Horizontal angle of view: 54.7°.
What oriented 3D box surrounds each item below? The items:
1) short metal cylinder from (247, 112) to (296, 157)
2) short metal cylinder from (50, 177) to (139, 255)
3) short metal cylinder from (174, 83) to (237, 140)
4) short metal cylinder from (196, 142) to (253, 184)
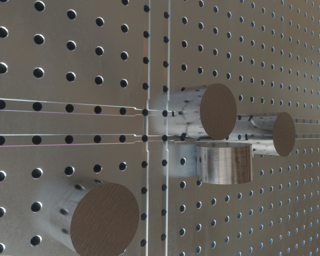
[{"bbox_3d":[0.205,0.011,0.568,0.081,0.050,0.079,0,90,-40],"label":"short metal cylinder"},{"bbox_3d":[-0.070,0.096,0.336,0.081,0.050,0.079,0,90,-40],"label":"short metal cylinder"},{"bbox_3d":[0.067,-0.023,0.452,0.081,0.050,0.079,0,90,-40],"label":"short metal cylinder"},{"bbox_3d":[0.095,0.050,0.456,0.081,0.080,0.050,-4,93,-40],"label":"short metal cylinder"}]
